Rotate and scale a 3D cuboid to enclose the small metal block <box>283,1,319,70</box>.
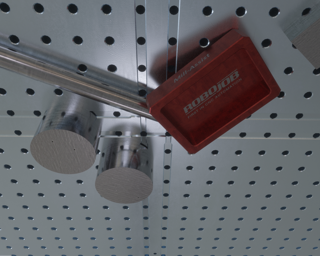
[{"bbox_3d":[0.171,-0.099,0.329,0.050,0.025,0.050,34,122,-26],"label":"small metal block"}]

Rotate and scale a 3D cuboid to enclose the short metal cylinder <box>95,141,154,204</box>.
[{"bbox_3d":[-0.050,0.066,0.451,0.081,0.050,0.079,0,130,0],"label":"short metal cylinder"}]

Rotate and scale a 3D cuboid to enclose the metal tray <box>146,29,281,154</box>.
[{"bbox_3d":[0.061,-0.038,0.359,0.130,0.030,0.090,-37,122,12],"label":"metal tray"}]

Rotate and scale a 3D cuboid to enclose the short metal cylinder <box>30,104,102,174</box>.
[{"bbox_3d":[-0.121,0.015,0.407,0.081,0.050,0.079,0,130,0],"label":"short metal cylinder"}]

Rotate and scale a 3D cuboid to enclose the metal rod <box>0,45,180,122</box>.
[{"bbox_3d":[-0.115,-0.058,0.360,0.302,0.025,0.025,19,128,-16],"label":"metal rod"}]
